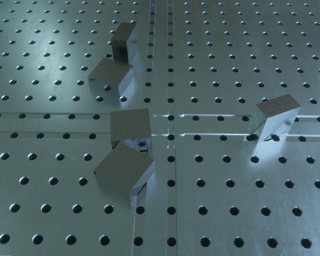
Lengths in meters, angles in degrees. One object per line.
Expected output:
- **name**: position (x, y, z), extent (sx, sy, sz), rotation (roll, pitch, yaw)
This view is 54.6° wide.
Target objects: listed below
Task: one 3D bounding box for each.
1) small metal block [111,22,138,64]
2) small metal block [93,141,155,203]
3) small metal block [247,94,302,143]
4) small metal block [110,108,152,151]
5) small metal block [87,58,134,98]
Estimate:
- **small metal block**: position (-0.056, -0.136, 0.506), extent (0.025, 0.050, 0.050), rotation (11, 51, 9)
- **small metal block**: position (-0.041, 0.051, 0.365), extent (0.050, 0.025, 0.050), rotation (26, 55, 20)
- **small metal block**: position (0.147, -0.012, 0.402), extent (0.050, 0.050, 0.025), rotation (-18, 52, -14)
- **small metal block**: position (-0.038, 0.003, 0.405), extent (0.050, 0.025, 0.050), rotation (-5, 50, -4)
- **small metal block**: position (-0.074, -0.077, 0.472), extent (0.050, 0.025, 0.050), rotation (17, 52, 14)
